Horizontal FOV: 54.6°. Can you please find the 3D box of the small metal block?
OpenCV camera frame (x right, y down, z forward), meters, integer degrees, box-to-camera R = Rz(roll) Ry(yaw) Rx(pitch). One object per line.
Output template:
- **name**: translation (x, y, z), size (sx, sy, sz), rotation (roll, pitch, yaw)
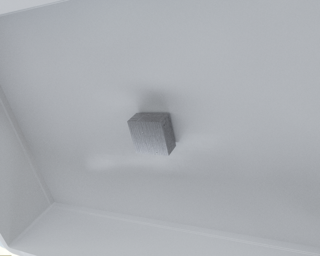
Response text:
- **small metal block**: translation (-0.010, 0.008, 0.415), size (0.050, 0.025, 0.050), rotation (2, 120, 28)
